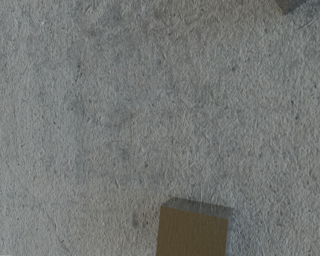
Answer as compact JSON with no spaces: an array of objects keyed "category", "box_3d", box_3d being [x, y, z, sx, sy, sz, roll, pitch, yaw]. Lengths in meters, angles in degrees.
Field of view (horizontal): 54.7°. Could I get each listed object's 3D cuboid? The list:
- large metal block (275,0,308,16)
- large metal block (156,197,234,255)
[{"category":"large metal block","box_3d":[0.154,-0.189,0.341,0.080,0.050,0.080,-32,80,17]},{"category":"large metal block","box_3d":[0.043,0.136,0.380,0.080,0.050,0.079,6,92,20]}]
